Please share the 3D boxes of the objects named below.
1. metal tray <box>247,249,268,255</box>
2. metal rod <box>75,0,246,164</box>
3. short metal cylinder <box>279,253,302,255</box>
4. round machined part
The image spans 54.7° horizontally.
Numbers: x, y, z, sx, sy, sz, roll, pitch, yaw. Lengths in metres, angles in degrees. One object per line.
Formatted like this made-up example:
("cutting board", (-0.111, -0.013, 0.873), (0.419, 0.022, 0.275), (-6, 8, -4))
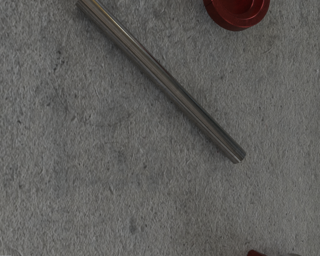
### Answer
("metal tray", (0.179, 0.253, 0.474), (0.131, 0.030, 0.090), (28, 81, -18))
("metal rod", (0.011, -0.057, 0.414), (0.300, 0.025, 0.025), (44, 76, -15))
("short metal cylinder", (0.188, 0.228, 0.439), (0.081, 0.050, 0.079), (-3, 112, -8))
("round machined part", (0.103, -0.186, 0.439), (0.099, 0.042, 0.097), (0, 90, -21))
